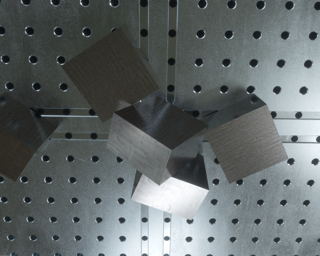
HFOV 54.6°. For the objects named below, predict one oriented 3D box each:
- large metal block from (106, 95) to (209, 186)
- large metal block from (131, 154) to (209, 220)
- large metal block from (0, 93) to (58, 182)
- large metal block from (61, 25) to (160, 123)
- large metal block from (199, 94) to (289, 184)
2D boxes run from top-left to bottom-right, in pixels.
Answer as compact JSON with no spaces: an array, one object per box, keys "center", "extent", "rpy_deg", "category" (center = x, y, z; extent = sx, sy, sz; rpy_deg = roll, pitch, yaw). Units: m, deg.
[{"center":[-0.003,0.010,0.367],"extent":[0.080,0.080,0.050],"rpy_deg":[32,125,23],"category":"large metal block"},{"center":[0.013,0.063,0.405],"extent":[0.080,0.080,0.050],"rpy_deg":[21,114,-8],"category":"large metal block"},{"center":[-0.187,0.008,0.386],"extent":[0.080,0.080,0.050],"rpy_deg":[35,107,-12],"category":"large metal block"},{"center":[-0.056,-0.066,0.375],"extent":[0.080,0.050,0.080],"rpy_deg":[-30,107,10],"category":"large metal block"},{"center":[0.108,0.014,0.406],"extent":[0.080,0.050,0.080],"rpy_deg":[-25,108,9],"category":"large metal block"}]
